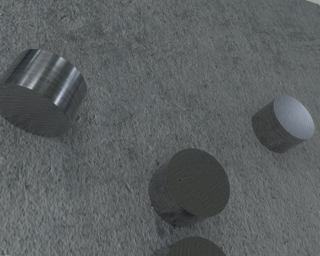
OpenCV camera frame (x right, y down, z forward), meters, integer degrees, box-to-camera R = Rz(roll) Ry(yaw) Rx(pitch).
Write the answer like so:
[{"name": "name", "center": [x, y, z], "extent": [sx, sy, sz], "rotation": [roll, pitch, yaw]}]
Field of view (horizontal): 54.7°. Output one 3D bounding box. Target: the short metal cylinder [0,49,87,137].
[{"name": "short metal cylinder", "center": [-0.124, -0.034, 0.323], "extent": [0.080, 0.080, 0.050], "rotation": [26, 53, -13]}]

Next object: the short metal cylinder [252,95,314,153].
[{"name": "short metal cylinder", "center": [0.197, -0.006, 0.497], "extent": [0.081, 0.050, 0.080], "rotation": [14, 56, -21]}]

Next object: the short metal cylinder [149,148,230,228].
[{"name": "short metal cylinder", "center": [0.034, 0.070, 0.363], "extent": [0.081, 0.050, 0.080], "rotation": [14, 56, -21]}]

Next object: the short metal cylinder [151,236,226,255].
[{"name": "short metal cylinder", "center": [0.027, 0.154, 0.308], "extent": [0.081, 0.050, 0.080], "rotation": [14, 56, -21]}]
